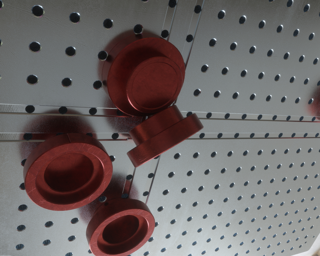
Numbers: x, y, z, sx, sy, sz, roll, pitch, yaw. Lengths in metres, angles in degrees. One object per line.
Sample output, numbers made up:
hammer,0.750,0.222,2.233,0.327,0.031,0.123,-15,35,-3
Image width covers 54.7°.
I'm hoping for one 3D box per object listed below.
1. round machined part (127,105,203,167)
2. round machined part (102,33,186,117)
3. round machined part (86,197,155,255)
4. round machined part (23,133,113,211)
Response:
round machined part,0.001,0.006,0.383,0.098,0.098,0.042,-30,88,-9
round machined part,-0.013,-0.056,0.360,0.099,0.042,0.097,-14,125,-21
round machined part,-0.060,0.142,0.457,0.099,0.042,0.097,-14,125,-21
round machined part,-0.110,0.048,0.370,0.099,0.042,0.097,-14,125,-21
